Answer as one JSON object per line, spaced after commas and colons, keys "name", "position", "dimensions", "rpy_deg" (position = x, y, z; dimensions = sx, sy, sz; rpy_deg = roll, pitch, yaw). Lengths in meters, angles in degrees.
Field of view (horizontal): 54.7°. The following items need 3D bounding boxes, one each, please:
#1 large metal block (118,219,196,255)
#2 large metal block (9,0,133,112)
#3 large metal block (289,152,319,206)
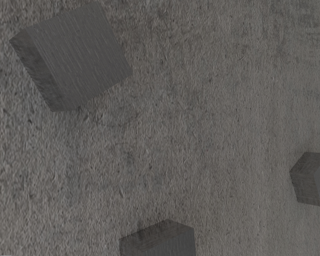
{"name": "large metal block", "position": [0.000, 0.171, 0.388], "dimensions": [0.081, 0.050, 0.079], "rpy_deg": [-9, 96, -40]}
{"name": "large metal block", "position": [-0.087, -0.071, 0.315], "dimensions": [0.080, 0.050, 0.080], "rpy_deg": [-39, 114, -33]}
{"name": "large metal block", "position": [0.328, 0.107, 0.663], "dimensions": [0.081, 0.050, 0.080], "rpy_deg": [-35, 112, -34]}
